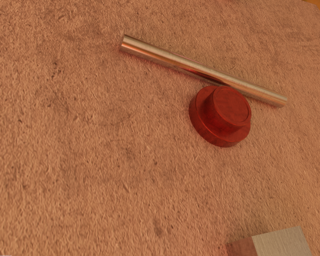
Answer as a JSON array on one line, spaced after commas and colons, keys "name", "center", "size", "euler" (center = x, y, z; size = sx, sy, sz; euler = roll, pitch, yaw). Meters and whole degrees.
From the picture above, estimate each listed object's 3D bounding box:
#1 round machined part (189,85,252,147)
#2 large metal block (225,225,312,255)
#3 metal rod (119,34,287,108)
[{"name": "round machined part", "center": [0.096, -0.024, 0.461], "size": [0.099, 0.042, 0.098], "euler": [14, 56, -21]}, {"name": "large metal block", "center": [0.134, 0.166, 0.361], "size": [0.081, 0.050, 0.080], "euler": [0, 62, -29]}, {"name": "metal rod", "center": [0.081, -0.086, 0.502], "size": [0.302, 0.025, 0.025], "euler": [16, 55, -20]}]
